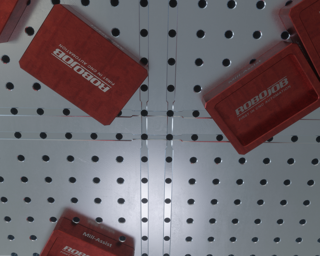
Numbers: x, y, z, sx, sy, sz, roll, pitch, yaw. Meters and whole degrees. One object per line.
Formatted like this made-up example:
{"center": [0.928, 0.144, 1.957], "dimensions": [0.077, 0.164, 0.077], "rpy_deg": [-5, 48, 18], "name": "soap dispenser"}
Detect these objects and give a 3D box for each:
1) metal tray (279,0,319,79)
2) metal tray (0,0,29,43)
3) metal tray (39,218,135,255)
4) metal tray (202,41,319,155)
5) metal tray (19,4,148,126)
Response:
{"center": [0.216, -0.109, 0.371], "dimensions": [0.090, 0.030, 0.130], "rpy_deg": [-33, 107, 11], "name": "metal tray"}
{"center": [-0.220, -0.168, 0.347], "dimensions": [0.130, 0.030, 0.090], "rpy_deg": [34, 106, -12], "name": "metal tray"}
{"center": [-0.117, 0.206, 0.485], "dimensions": [0.130, 0.030, 0.090], "rpy_deg": [28, 108, -10], "name": "metal tray"}
{"center": [0.132, -0.036, 0.398], "dimensions": [0.130, 0.030, 0.090], "rpy_deg": [-35, 107, 12], "name": "metal tray"}
{"center": [-0.091, -0.075, 0.382], "dimensions": [0.130, 0.030, 0.090], "rpy_deg": [36, 106, -13], "name": "metal tray"}
